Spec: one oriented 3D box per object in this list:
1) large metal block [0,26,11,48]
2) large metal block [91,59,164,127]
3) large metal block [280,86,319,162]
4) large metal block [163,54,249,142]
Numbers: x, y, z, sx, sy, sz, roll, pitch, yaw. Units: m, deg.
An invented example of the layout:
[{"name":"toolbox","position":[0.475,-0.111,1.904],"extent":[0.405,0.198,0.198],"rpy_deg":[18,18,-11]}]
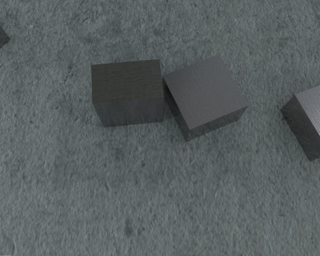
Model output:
[{"name":"large metal block","position":[-0.282,-0.136,0.441],"extent":[0.080,0.050,0.080],"rpy_deg":[38,74,12]},{"name":"large metal block","position":[-0.038,-0.041,0.394],"extent":[0.081,0.080,0.050],"rpy_deg":[-6,70,-2]},{"name":"large metal block","position":[0.220,-0.012,0.402],"extent":[0.080,0.050,0.080],"rpy_deg":[-20,72,-8]},{"name":"large metal block","position":[0.056,-0.039,0.410],"extent":[0.080,0.050,0.080],"rpy_deg":[-22,72,-8]}]
